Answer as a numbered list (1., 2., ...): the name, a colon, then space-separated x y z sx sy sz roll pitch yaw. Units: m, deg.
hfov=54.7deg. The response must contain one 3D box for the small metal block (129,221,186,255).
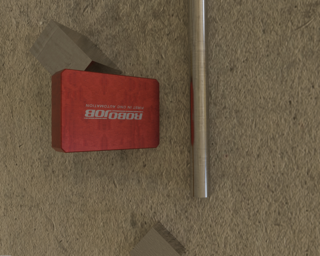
1. small metal block: -0.003 0.162 0.409 0.050 0.025 0.050 43 103 14

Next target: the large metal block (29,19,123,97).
1. large metal block: -0.110 -0.089 0.417 0.080 0.080 0.050 45 104 14

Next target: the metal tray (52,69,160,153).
1. metal tray: -0.061 -0.019 0.376 0.030 0.131 0.089 0 90 52

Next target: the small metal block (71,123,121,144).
1. small metal block: -0.084 0.008 0.424 0.050 0.050 0.025 -7 88 19

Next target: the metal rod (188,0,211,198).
1. metal rod: 0.049 -0.064 0.391 0.025 0.025 0.298 -1 90 19
